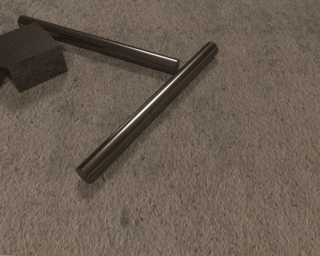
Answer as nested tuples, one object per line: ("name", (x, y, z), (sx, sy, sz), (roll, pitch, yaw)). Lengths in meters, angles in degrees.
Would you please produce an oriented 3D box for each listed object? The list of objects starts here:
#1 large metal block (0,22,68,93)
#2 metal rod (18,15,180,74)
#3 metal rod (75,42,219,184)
("large metal block", (-0.203, -0.111, 0.477), (0.080, 0.050, 0.080), (-33, 58, -25))
("metal rod", (-0.111, -0.143, 0.522), (0.301, 0.025, 0.025), (19, 53, 15))
("metal rod", (-0.001, -0.038, 0.435), (0.025, 0.025, 0.301), (29, 55, 21))
